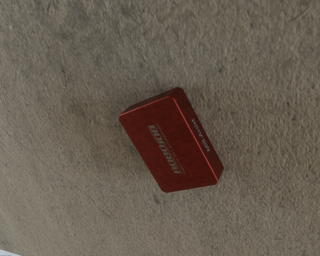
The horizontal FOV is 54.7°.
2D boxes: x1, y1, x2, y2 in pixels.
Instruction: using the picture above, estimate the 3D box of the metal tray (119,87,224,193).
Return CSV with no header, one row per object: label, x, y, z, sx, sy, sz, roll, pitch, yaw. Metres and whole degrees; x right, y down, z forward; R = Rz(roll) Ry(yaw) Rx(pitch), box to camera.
metal tray,0.015,0.021,0.407,0.090,0.030,0.130,-18,109,35
